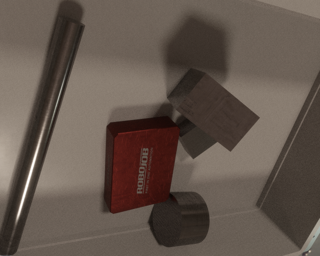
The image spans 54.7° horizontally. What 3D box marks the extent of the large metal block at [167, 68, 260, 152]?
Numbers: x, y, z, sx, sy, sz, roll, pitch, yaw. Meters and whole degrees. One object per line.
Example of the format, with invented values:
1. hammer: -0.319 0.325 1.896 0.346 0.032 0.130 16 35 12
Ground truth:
1. large metal block: 0.060 -0.026 0.375 0.080 0.080 0.050 37 98 -14

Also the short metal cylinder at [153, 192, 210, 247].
1. short metal cylinder: 0.031 0.139 0.478 0.050 0.080 0.079 7 115 -32

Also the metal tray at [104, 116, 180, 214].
1. metal tray: -0.027 0.051 0.424 0.091 0.030 0.129 -7 122 -25

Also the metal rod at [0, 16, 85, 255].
1. metal rod: -0.140 0.026 0.348 0.025 0.025 0.298 10 113 -33

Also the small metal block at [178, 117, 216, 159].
1. small metal block: 0.053 0.009 0.445 0.050 0.025 0.050 -35 129 -5
